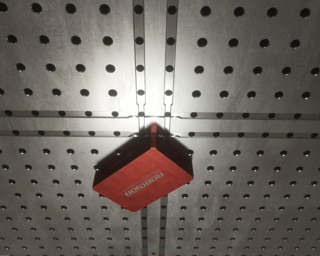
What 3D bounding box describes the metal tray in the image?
[{"bbox_3d":[-0.026,0.073,0.470,0.130,0.030,0.090,-35,123,25],"label":"metal tray"}]
